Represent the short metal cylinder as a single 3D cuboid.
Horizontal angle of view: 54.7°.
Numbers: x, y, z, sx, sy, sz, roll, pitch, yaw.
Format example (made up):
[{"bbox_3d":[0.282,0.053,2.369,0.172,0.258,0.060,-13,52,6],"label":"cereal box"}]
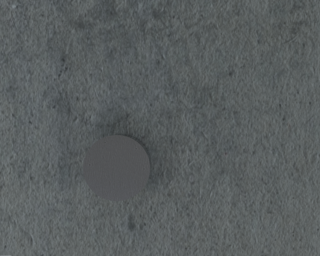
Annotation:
[{"bbox_3d":[-0.052,0.048,0.397,0.081,0.050,0.079,0,90,-1],"label":"short metal cylinder"}]
